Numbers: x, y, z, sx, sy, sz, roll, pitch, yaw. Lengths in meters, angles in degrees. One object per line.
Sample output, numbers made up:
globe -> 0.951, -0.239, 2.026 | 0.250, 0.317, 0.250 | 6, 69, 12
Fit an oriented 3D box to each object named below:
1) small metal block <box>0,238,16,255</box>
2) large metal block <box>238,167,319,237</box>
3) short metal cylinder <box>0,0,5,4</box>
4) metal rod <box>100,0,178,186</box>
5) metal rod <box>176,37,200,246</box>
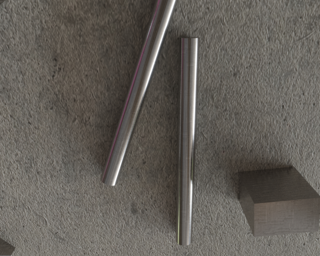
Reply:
small metal block -> -0.255, 0.191, 0.463 | 0.050, 0.050, 0.025 | 42, 105, -14
large metal block -> 0.156, 0.097, 0.418 | 0.080, 0.080, 0.050 | -6, 110, 2
short metal cylinder -> -0.209, -0.170, 0.331 | 0.081, 0.050, 0.079 | 0, 110, -1
metal rod -> -0.024, -0.059, 0.387 | 0.025, 0.025, 0.298 | 17, 109, -7
metal rod -> 0.036, 0.031, 0.421 | 0.025, 0.025, 0.298 | 0, 110, 0
